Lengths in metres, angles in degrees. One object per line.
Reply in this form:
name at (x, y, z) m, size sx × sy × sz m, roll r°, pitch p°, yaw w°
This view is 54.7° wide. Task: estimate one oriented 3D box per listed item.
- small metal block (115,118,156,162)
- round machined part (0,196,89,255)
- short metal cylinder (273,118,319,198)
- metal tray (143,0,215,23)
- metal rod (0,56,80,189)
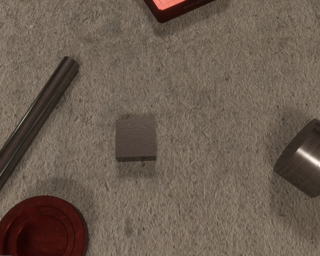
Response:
small metal block at (-0.031, 0.016, 0.402) m, size 0.050 × 0.025 × 0.050 m, roll -2°, pitch 70°, yaw -1°
round machined part at (-0.130, 0.129, 0.351) m, size 0.099 × 0.042 × 0.098 m, roll 0°, pitch 70°, yaw -1°
short metal cylinder at (0.181, 0.035, 0.368) m, size 0.050 × 0.080 × 0.080 m, roll 37°, pitch 74°, yaw 12°
metal tray at (0.036, -0.230, 0.490) m, size 0.131 × 0.030 × 0.090 m, roll -27°, pitch 73°, yaw -10°
metal rod at (-0.190, 0.033, 0.393) m, size 0.025 × 0.025 × 0.300 m, roll 24°, pitch 71°, yaw 8°
